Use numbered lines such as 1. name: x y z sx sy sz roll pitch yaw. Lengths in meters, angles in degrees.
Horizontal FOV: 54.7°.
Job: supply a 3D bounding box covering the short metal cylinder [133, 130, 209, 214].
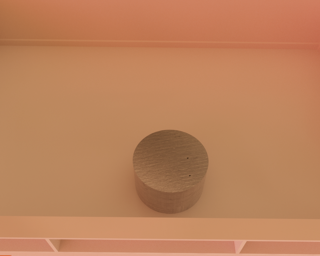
1. short metal cylinder: 0.011 0.048 0.348 0.081 0.050 0.080 0 50 0
